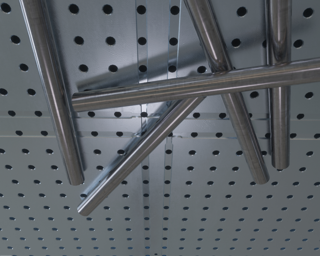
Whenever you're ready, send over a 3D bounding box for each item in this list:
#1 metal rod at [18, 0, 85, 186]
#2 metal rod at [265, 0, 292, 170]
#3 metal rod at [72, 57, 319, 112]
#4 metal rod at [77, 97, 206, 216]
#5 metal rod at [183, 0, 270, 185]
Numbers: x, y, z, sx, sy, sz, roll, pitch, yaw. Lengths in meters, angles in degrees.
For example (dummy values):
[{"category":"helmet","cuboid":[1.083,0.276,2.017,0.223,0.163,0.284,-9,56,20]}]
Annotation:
[{"category":"metal rod","cuboid":[-0.126,-0.035,0.380,0.025,0.025,0.298,0,130,-1]},{"category":"metal rod","cuboid":[0.140,-0.058,0.362,0.025,0.025,0.299,-11,130,9]},{"category":"metal rod","cuboid":[0.041,-0.046,0.343,0.301,0.025,0.025,-6,131,16]},{"category":"metal rod","cuboid":[-0.041,0.047,0.450,0.025,0.025,0.299,29,124,-22]},{"category":"metal rod","cuboid":[0.095,-0.027,0.389,0.025,0.025,0.299,-19,128,15]}]
